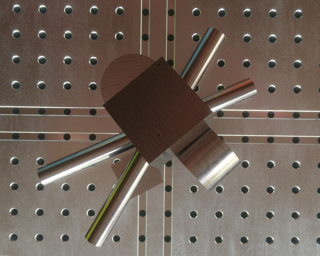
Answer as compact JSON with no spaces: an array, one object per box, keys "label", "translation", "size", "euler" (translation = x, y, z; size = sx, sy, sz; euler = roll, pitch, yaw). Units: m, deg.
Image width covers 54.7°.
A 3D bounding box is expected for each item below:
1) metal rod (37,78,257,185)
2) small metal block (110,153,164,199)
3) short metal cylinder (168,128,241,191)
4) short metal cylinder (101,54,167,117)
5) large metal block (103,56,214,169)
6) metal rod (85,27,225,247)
[{"label":"metal rod","translation":[-0.016,0.005,0.409],"size":[0.301,0.025,0.025],"euler":[-23,90,0]},{"label":"small metal block","translation":[-0.030,0.059,0.410],"size":[0.050,0.025,0.050],"euler":[-28,90,0]},{"label":"short metal cylinder","translation":[0.052,0.031,0.383],"size":[0.050,0.080,0.080],"euler":[-43,90,1]},{"label":"short metal cylinder","translation":[-0.031,-0.050,0.397],"size":[0.081,0.050,0.079],"euler":[0,90,0]},{"label":"large metal block","translation":[0.001,-0.014,0.334],"size":[0.080,0.050,0.080],"euler":[-40,73,1]},{"label":"metal rod","translation":[-0.006,0.010,0.385],"size":[0.025,0.025,0.299],"euler":[31,89,0]}]
